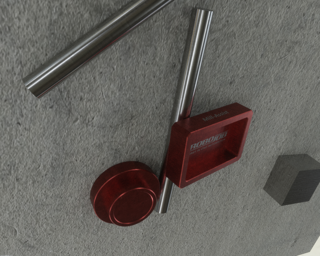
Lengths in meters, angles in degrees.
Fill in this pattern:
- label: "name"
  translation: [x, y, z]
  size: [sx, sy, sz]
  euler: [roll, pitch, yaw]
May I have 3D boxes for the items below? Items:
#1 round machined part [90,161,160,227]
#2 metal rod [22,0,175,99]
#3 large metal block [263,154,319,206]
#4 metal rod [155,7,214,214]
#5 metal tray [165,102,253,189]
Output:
- label: "round machined part"
  translation: [-0.044, 0.098, 0.434]
  size: [0.099, 0.042, 0.097]
  euler: [-14, 124, -21]
- label: "metal rod"
  translation: [-0.010, -0.130, 0.321]
  size: [0.301, 0.025, 0.025]
  euler: [-37, 130, -4]
- label: "large metal block"
  translation: [0.259, 0.098, 0.597]
  size: [0.081, 0.050, 0.079]
  euler: [0, 118, -29]
- label: "metal rod"
  translation: [0.025, -0.005, 0.419]
  size: [0.025, 0.025, 0.298]
  euler: [-5, 121, -27]
- label: "metal tray"
  translation: [0.071, 0.022, 0.437]
  size: [0.131, 0.030, 0.089]
  euler: [-18, 128, -35]
